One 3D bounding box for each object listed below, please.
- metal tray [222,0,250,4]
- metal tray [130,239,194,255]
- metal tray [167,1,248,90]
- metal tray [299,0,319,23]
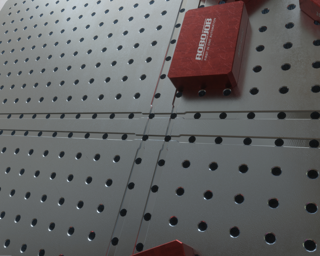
[{"bbox_3d":[0.116,-0.254,0.501,0.090,0.030,0.130,-41,51,0],"label":"metal tray"},{"bbox_3d":[0.000,0.185,0.292,0.090,0.030,0.130,-24,53,13],"label":"metal tray"},{"bbox_3d":[0.070,-0.117,0.441,0.090,0.030,0.130,1,62,28],"label":"metal tray"},{"bbox_3d":[0.243,-0.150,0.369,0.090,0.030,0.130,-31,52,8],"label":"metal tray"}]
